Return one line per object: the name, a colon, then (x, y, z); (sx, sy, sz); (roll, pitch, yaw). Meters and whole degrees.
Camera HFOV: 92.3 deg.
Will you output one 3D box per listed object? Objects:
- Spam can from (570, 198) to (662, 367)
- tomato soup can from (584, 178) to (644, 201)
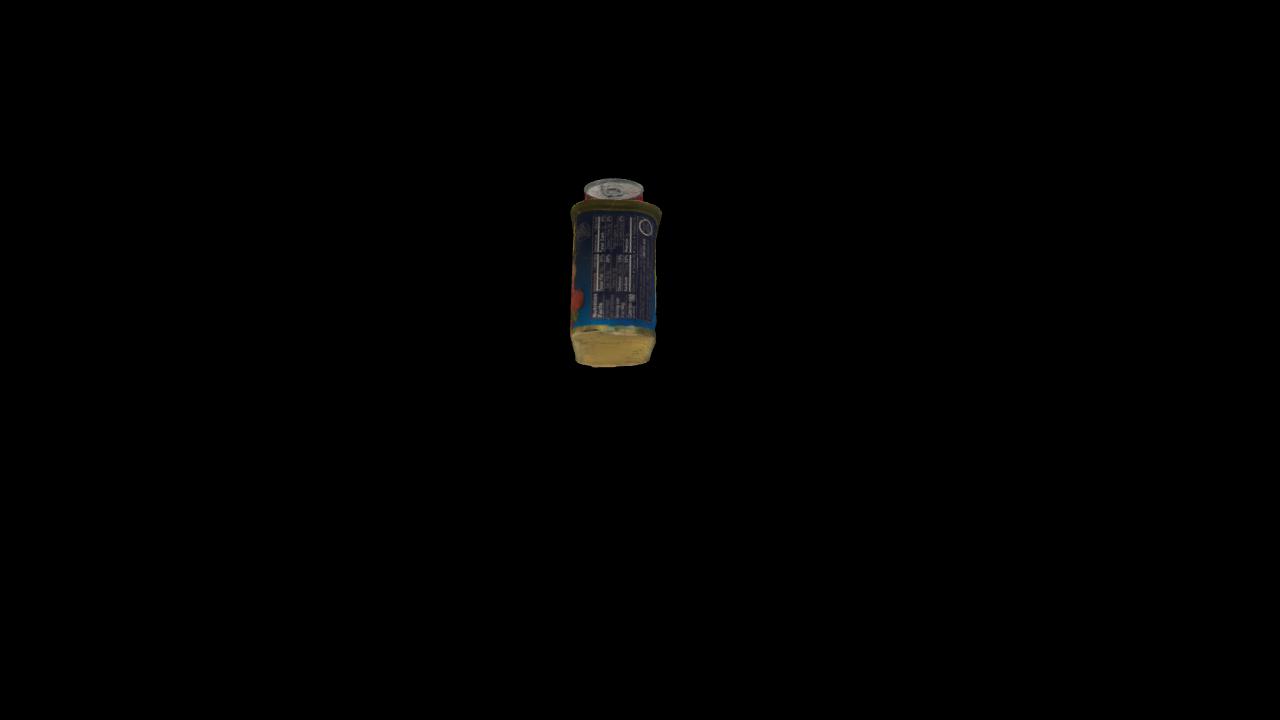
Spam can: (-0.017, -0.045, 0.409); (0.058, 0.085, 0.101); (1, -12, -3)
tomato soup can: (-0.029, -0.151, 0.717); (0.068, 0.101, 0.068); (0, 36, 0)
